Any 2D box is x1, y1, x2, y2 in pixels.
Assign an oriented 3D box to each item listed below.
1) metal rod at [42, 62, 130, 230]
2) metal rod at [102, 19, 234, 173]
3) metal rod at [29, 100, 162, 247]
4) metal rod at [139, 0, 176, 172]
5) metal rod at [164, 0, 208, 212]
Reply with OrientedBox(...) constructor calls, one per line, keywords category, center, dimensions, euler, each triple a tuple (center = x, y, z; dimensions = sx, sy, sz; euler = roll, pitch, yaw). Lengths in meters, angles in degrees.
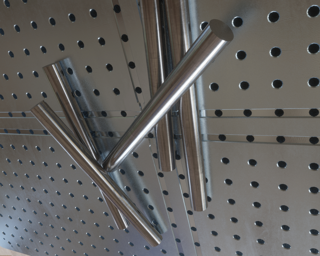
OrientedBox(category="metal rod", center=(-0.109, 0.041, 0.495), dimensions=(0.025, 0.025, 0.299), euler=(-5, 116, 30))
OrientedBox(category="metal rod", center=(-0.013, -0.012, 0.377), dimensions=(0.025, 0.025, 0.299), euler=(42, 139, -1))
OrientedBox(category="metal rod", center=(-0.089, 0.082, 0.484), dimensions=(0.025, 0.025, 0.300), euler=(-21, 115, 36))
OrientedBox(category="metal rod", center=(-0.003, -0.075, 0.366), dimensions=(0.025, 0.025, 0.298), euler=(8, 122, 24))
OrientedBox(category="metal rod", center=(0.036, -0.018, 0.381), dimensions=(0.025, 0.025, 0.298), euler=(5, 121, 26))
